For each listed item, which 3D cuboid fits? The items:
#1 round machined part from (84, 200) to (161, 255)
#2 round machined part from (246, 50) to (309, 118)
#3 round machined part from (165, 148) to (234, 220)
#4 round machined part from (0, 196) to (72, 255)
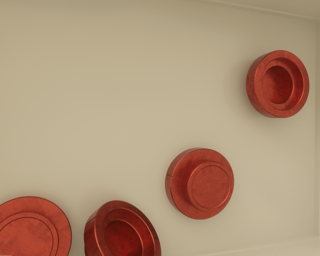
[{"bbox_3d":[-0.049,0.139,0.365,0.098,0.098,0.042,40,115,-16],"label":"round machined part"},{"bbox_3d":[0.170,-0.063,0.464,0.099,0.042,0.097,0,90,-20],"label":"round machined part"},{"bbox_3d":[0.060,0.077,0.424,0.099,0.042,0.097,0,90,-20],"label":"round machined part"},{"bbox_3d":[-0.147,0.125,0.339,0.099,0.042,0.098,4,78,-20],"label":"round machined part"}]
